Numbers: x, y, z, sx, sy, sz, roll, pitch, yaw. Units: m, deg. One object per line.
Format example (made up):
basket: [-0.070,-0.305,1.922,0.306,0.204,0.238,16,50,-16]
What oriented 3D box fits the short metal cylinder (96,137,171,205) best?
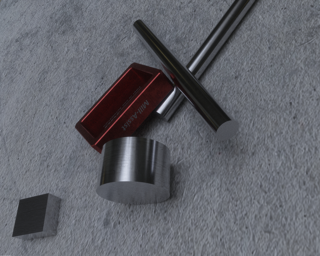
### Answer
short metal cylinder: [-0.029,0.051,0.351,0.080,0.080,0.050,-11,57,22]

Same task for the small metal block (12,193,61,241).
small metal block: [-0.164,0.119,0.415,0.050,0.025,0.050,-15,55,19]

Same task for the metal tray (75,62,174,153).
metal tray: [-0.052,-0.029,0.427,0.130,0.030,0.090,-49,34,-7]

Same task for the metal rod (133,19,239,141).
metal rod: [0.016,-0.085,0.416,0.025,0.025,0.300,-35,42,5]

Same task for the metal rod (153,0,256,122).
metal rod: [0.087,-0.135,0.440,0.025,0.025,0.300,28,77,37]
